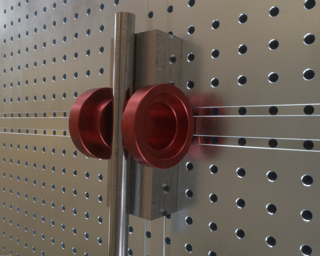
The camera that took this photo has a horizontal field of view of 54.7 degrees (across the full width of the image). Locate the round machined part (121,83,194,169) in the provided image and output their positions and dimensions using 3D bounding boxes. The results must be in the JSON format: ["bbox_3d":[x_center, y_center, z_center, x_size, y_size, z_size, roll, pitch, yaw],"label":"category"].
[{"bbox_3d":[-0.007,-0.003,0.367,0.042,0.099,0.097,3,92,45],"label":"round machined part"}]

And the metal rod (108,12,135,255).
[{"bbox_3d":[-0.048,0.011,0.383,0.025,0.025,0.298,3,92,40],"label":"metal rod"}]

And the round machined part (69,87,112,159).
[{"bbox_3d":[-0.068,-0.006,0.417,0.042,0.099,0.097,3,92,40],"label":"round machined part"}]

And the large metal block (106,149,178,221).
[{"bbox_3d":[-0.024,0.069,0.413,0.080,0.050,0.079,4,93,40],"label":"large metal block"}]

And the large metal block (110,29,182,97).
[{"bbox_3d":[-0.020,-0.078,0.409,0.080,0.050,0.079,3,92,40],"label":"large metal block"}]
